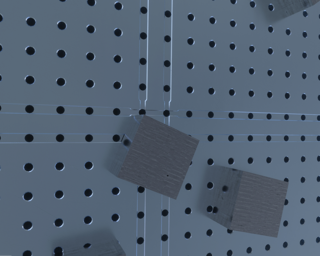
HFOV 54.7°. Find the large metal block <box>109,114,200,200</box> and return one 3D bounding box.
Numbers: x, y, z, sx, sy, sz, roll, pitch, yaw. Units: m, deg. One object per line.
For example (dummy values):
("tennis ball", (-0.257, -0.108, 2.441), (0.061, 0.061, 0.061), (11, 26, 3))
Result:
("large metal block", (-0.008, 0.036, 0.397), (0.080, 0.050, 0.080), (25, 82, -19))

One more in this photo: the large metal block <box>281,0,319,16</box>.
("large metal block", (0.228, -0.238, 0.485), (0.080, 0.050, 0.080), (-37, 102, -16))

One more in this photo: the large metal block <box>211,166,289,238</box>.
("large metal block", (0.130, 0.106, 0.449), (0.081, 0.050, 0.080), (16, 85, -20))

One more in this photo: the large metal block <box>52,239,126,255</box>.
("large metal block", (-0.082, 0.190, 0.370), (0.081, 0.050, 0.079), (-7, 93, -20))
